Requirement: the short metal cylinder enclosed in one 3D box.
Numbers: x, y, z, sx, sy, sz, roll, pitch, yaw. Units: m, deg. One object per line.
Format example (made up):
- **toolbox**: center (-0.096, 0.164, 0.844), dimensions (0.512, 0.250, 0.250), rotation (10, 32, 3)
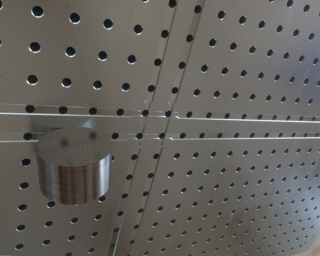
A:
- **short metal cylinder**: center (-0.095, 0.040, 0.349), dimensions (0.081, 0.080, 0.050), rotation (-8, 122, -25)
